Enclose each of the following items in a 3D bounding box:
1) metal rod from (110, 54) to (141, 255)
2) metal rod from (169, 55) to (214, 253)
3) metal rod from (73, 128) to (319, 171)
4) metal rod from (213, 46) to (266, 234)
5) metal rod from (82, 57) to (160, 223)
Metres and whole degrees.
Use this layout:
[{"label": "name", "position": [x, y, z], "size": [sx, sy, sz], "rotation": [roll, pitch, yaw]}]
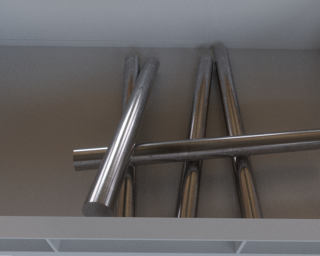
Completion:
[{"label": "metal rod", "position": [-0.040, 0.007, 0.398], "size": [0.025, 0.025, 0.300], "rotation": [-1, 50, -1]}, {"label": "metal rod", "position": [0.047, 0.006, 0.400], "size": [0.025, 0.025, 0.300], "rotation": [8, 50, 6]}, {"label": "metal rod", "position": [0.058, 0.023, 0.352], "size": [0.302, 0.025, 0.025], "rotation": [-5, 50, -5]}, {"label": "metal rod", "position": [0.098, -0.010, 0.414], "size": [0.025, 0.025, 0.300], "rotation": [1, 50, 0]}, {"label": "metal rod", "position": [-0.031, -0.017, 0.368], "size": [0.025, 0.025, 0.301], "rotation": [6, 35, 5]}]
